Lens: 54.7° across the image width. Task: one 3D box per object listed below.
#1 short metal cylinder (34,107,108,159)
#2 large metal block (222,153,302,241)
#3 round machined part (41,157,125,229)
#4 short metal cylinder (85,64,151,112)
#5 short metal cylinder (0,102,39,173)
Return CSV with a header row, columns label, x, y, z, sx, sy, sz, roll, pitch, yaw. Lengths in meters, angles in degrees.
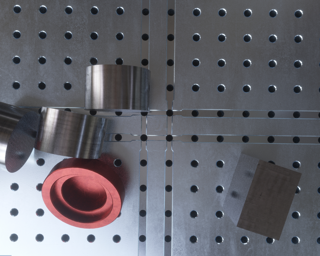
label,x,y,z,sx,sy,sz,roll,pitch,yaw
short metal cylinder,-0.109,0.006,0.385,0.080,0.080,0.050,11,90,0
large metal block,0.122,0.080,0.387,0.050,0.080,0.080,19,90,0
round machined part,-0.093,0.076,0.391,0.099,0.042,0.097,2,119,4
short metal cylinder,-0.052,-0.046,0.385,0.081,0.080,0.050,1,90,0
short metal cylinder,-0.194,0.010,0.384,0.050,0.080,0.080,17,90,0
